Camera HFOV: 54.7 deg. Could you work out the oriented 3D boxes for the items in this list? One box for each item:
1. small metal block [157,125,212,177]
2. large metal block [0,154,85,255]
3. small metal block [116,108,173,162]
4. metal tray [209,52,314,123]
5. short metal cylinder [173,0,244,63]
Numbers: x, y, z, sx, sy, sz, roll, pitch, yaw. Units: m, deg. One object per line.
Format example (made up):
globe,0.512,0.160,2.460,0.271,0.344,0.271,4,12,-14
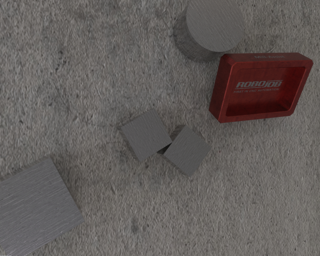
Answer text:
small metal block,0.033,0.030,0.421,0.050,0.025,0.050,41,77,-16
large metal block,-0.141,0.084,0.344,0.081,0.050,0.080,-28,99,-18
small metal block,-0.020,0.009,0.402,0.050,0.025,0.050,-31,100,-17
metal tray,0.140,-0.057,0.434,0.131,0.030,0.089,-6,125,-20
short metal cylinder,0.064,-0.133,0.415,0.081,0.050,0.080,1,85,-16
